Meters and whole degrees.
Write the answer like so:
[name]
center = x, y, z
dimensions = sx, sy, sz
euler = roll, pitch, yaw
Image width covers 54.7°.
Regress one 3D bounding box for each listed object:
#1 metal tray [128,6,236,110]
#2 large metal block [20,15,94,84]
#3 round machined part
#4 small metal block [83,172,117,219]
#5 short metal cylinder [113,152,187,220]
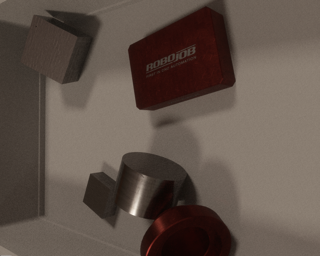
[metal tray]
center = 0.021, -0.079, 0.385
dimensions = 0.130, 0.030, 0.090
euler = -14, 81, 38
[large metal block]
center = -0.168, -0.128, 0.506
dimensions = 0.080, 0.050, 0.079
euler = 28, 110, 7
[round machined part]
center = 0.026, 0.127, 0.346
dimensions = 0.042, 0.099, 0.097
euler = -129, 55, -62
[small metal block]
center = -0.089, 0.103, 0.477
dimensions = 0.050, 0.025, 0.050
euler = 28, 107, 36
[short metal cylinder]
center = -0.013, 0.068, 0.380
dimensions = 0.080, 0.081, 0.050
euler = 26, 106, 37
